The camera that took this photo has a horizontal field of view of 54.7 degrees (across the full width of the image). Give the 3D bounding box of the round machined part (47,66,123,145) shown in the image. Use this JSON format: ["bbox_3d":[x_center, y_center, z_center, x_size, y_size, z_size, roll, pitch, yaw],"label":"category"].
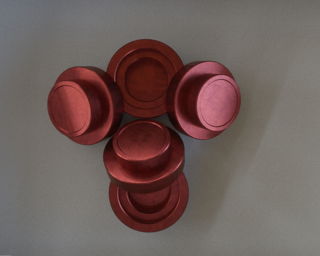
[{"bbox_3d":[-0.098,-0.026,0.379,0.098,0.042,0.097,6,104,26],"label":"round machined part"}]

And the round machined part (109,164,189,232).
[{"bbox_3d":[-0.013,0.080,0.401,0.099,0.042,0.097,0,90,0],"label":"round machined part"}]

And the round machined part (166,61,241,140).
[{"bbox_3d":[0.060,-0.033,0.379,0.099,0.042,0.097,-7,104,-29],"label":"round machined part"}]

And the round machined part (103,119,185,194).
[{"bbox_3d":[-0.020,0.026,0.372,0.099,0.098,0.042,-6,134,0],"label":"round machined part"}]

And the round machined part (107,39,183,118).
[{"bbox_3d":[-0.017,-0.061,0.400,0.099,0.042,0.097,0,90,0],"label":"round machined part"}]
